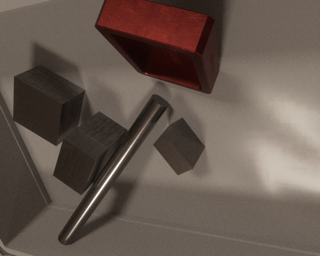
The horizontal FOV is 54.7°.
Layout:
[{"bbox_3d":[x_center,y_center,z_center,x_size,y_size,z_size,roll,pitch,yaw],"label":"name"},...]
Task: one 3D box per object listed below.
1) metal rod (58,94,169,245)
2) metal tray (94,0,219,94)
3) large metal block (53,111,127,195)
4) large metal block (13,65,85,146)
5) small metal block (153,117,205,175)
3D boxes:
[{"bbox_3d":[-0.078,0.075,0.451,0.025,0.025,0.298,37,115,3],"label":"metal rod"},{"bbox_3d":[0.007,-0.073,0.295,0.090,0.130,0.030,19,87,14],"label":"metal tray"},{"bbox_3d":[-0.100,0.035,0.446,0.050,0.080,0.079,34,129,6],"label":"large metal block"},{"bbox_3d":[-0.165,-0.033,0.456,0.080,0.050,0.079,29,128,9],"label":"large metal block"},{"bbox_3d":[0.026,0.023,0.392,0.025,0.050,0.050,-31,101,38],"label":"small metal block"}]
